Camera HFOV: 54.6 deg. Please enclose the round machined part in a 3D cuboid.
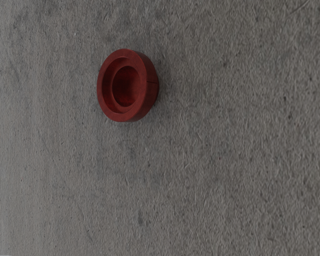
[{"bbox_3d":[-0.040,-0.057,0.428,0.098,0.042,0.097,0,90,40],"label":"round machined part"}]
